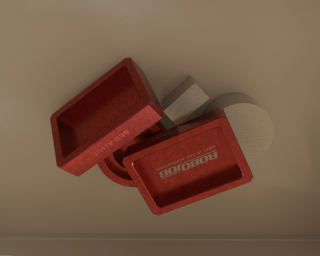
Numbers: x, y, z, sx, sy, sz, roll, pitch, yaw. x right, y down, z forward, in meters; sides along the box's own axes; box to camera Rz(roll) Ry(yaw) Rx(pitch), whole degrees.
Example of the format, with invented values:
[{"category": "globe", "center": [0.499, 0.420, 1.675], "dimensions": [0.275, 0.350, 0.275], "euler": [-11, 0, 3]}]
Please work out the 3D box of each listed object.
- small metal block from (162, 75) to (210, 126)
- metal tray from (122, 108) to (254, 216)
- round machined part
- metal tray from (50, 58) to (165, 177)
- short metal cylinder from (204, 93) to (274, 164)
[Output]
[{"category": "small metal block", "center": [0.030, -0.035, 0.383], "dimensions": [0.050, 0.050, 0.025], "euler": [-41, 105, 12]}, {"category": "metal tray", "center": [0.033, 0.043, 0.372], "dimensions": [0.130, 0.030, 0.090], "euler": [-24, 108, 12]}, {"category": "round machined part", "center": [-0.033, 0.026, 0.411], "dimensions": [0.099, 0.042, 0.097], "euler": [0, 110, -1]}, {"category": "metal tray", "center": [-0.068, -0.014, 0.367], "dimensions": [0.130, 0.090, 0.030], "euler": [-35, 138, 11]}, {"category": "short metal cylinder", "center": [0.097, 0.000, 0.397], "dimensions": [0.081, 0.050, 0.079], "euler": [0, 110, -1]}]
